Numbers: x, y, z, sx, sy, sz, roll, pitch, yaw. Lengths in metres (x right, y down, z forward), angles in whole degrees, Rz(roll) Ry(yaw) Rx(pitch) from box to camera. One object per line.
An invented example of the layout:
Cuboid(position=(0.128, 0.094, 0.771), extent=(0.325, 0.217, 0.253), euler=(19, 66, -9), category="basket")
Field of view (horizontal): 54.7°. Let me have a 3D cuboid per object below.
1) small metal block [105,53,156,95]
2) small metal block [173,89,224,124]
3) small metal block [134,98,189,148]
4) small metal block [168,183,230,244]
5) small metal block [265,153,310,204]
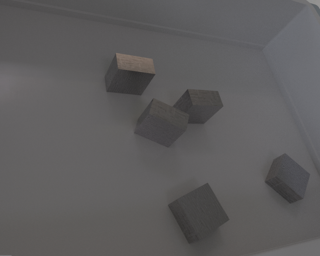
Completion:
Cuboid(position=(-0.041, -0.070, 0.410), extent=(0.050, 0.050, 0.025), euler=(3, 61, -27), category="small metal block")
Cuboid(position=(0.051, -0.029, 0.435), extent=(0.050, 0.050, 0.025), euler=(0, 62, -28), category="small metal block")
Cuboid(position=(0.002, -0.005, 0.393), extent=(0.050, 0.050, 0.025), euler=(24, 53, -14), category="small metal block")
Cuboid(position=(0.046, 0.100, 0.369), extent=(0.050, 0.025, 0.050), euler=(-19, 72, -35), category="small metal block")
Cuboid(position=(0.191, 0.075, 0.462), extent=(0.050, 0.025, 0.050), euler=(40, 51, -1), category="small metal block")
